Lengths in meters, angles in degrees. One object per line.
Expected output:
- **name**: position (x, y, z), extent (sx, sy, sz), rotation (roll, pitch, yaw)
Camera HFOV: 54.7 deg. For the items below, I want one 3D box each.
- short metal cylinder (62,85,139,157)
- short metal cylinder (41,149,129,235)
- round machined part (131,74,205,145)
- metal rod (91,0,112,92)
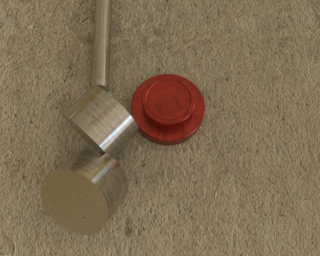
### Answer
- **short metal cylinder**: position (-0.072, -0.006, 0.380), extent (0.080, 0.080, 0.050), rotation (40, 75, 13)
- **short metal cylinder**: position (-0.082, 0.070, 0.346), extent (0.080, 0.050, 0.079), rotation (7, 113, 17)
- **round machined part**: position (0.011, -0.029, 0.410), extent (0.099, 0.042, 0.098), rotation (0, 70, -1)
- **metal rod**: position (-0.087, -0.194, 0.477), extent (0.025, 0.025, 0.299), rotation (-1, 70, -1)
